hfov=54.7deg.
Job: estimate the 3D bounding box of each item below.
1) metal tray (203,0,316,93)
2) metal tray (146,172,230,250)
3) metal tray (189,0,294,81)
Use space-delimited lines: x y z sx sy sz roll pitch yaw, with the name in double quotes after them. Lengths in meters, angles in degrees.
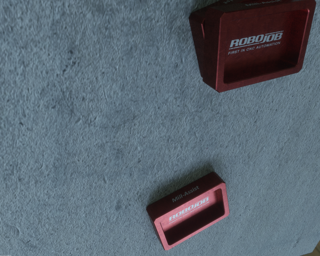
0.115 -0.100 0.364 0.131 0.030 0.089 -16 125 -20 "metal tray"
0.050 0.139 0.516 0.131 0.030 0.090 -25 128 -13 "metal tray"
0.107 -0.120 0.387 0.131 0.030 0.090 -27 128 -11 "metal tray"
